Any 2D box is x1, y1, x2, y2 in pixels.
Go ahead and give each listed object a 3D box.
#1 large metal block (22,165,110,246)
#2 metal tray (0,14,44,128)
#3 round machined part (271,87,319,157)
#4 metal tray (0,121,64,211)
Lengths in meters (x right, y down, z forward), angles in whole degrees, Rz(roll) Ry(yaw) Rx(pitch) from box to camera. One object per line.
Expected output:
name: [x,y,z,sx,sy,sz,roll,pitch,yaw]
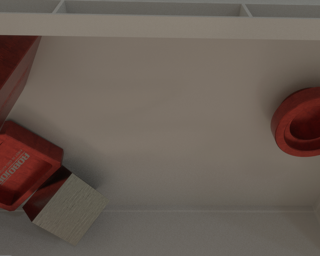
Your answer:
large metal block: [-0.137,0.112,0.457,0.080,0.050,0.080,-53,126,-15]
metal tray: [-0.157,-0.043,0.301,0.030,0.130,0.089,23,126,-19]
round machined part: [0.190,-0.012,0.391,0.099,0.042,0.097,-1,130,0]
metal tray: [-0.213,0.058,0.439,0.130,0.030,0.090,-41,123,21]
